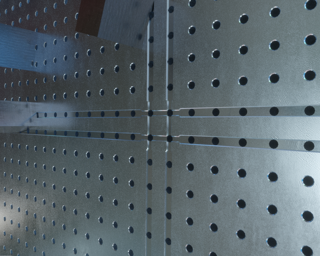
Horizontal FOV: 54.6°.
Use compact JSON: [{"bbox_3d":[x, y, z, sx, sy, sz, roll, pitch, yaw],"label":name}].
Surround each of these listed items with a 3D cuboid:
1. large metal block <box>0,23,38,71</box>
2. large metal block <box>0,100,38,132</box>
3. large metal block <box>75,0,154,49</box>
[{"bbox_3d":[-0.302,-0.163,0.625,0.050,0.081,0.080,18,102,39],"label":"large metal block"},{"bbox_3d":[-0.310,-0.021,0.632,0.080,0.081,0.050,-13,82,39],"label":"large metal block"},{"bbox_3d":[-0.060,-0.160,0.424,0.050,0.081,0.080,25,106,37],"label":"large metal block"}]
